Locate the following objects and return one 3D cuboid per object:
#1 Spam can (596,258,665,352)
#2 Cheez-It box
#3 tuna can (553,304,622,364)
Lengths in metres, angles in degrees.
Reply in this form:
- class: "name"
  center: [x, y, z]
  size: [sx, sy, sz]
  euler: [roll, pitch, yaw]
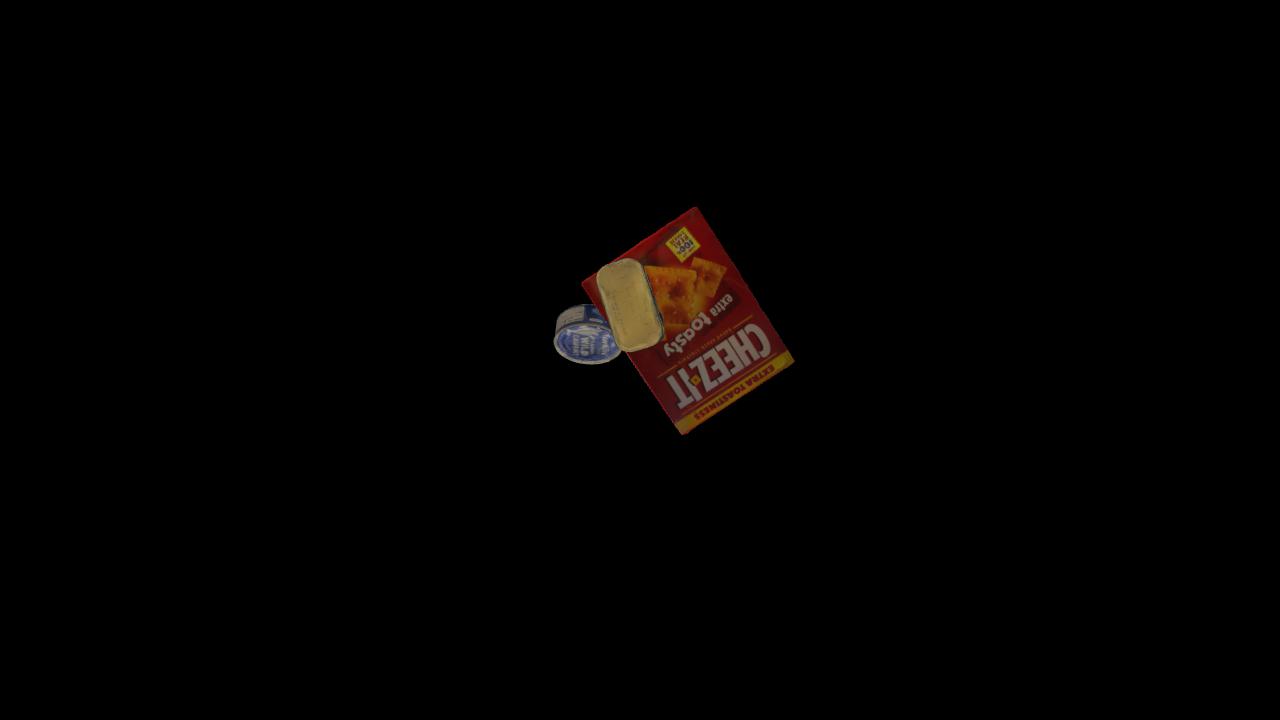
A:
- class: "Spam can"
  center: [-0.008, -0.059, 0.682]
  size: [0.058, 0.101, 0.085]
  euler: [-17, 3, 4]
- class: "Cheez-It box"
  center: [0.057, -0.046, 0.751]
  size: [0.166, 0.223, 0.071]
  euler: [-33, 6, 4]
- class: "tuna can"
  center: [-0.062, -0.031, 0.754]
  size: [0.084, 0.034, 0.084]
  euler: [1, -34, 1]
